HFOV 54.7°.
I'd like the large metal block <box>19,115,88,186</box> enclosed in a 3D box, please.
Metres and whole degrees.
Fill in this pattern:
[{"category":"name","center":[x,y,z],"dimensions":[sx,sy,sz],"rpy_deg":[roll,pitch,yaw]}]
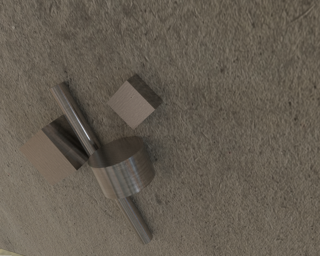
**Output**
[{"category":"large metal block","center":[-0.165,0.037,0.501],"dimensions":[0.080,0.050,0.080],"rpy_deg":[-31,101,38]}]

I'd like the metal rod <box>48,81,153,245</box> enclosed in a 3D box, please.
[{"category":"metal rod","center":[-0.087,0.066,0.492],"dimensions":[0.025,0.025,0.299],"rpy_deg":[-14,112,34]}]

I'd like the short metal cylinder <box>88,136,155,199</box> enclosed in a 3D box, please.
[{"category":"short metal cylinder","center":[-0.053,0.053,0.432],"dimensions":[0.080,0.080,0.050],"rpy_deg":[-6,115,31]}]

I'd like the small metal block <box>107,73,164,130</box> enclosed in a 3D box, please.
[{"category":"small metal block","center":[-0.033,-0.034,0.403],"dimensions":[0.050,0.025,0.050],"rpy_deg":[46,129,-4]}]
